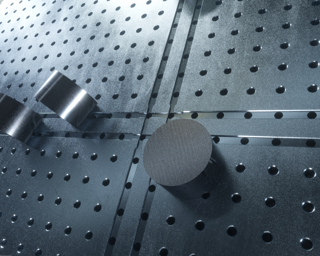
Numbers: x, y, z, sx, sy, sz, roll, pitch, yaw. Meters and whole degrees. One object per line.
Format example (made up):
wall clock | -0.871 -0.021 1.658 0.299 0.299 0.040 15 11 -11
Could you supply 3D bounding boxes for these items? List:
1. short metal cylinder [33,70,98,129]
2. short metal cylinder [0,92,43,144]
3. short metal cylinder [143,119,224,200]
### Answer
short metal cylinder | -0.143 -0.042 0.472 0.080 0.080 0.050 30 78 37
short metal cylinder | -0.241 -0.015 0.506 0.080 0.080 0.050 18 71 34
short metal cylinder | 0.028 0.036 0.355 0.080 0.050 0.080 -13 56 20
